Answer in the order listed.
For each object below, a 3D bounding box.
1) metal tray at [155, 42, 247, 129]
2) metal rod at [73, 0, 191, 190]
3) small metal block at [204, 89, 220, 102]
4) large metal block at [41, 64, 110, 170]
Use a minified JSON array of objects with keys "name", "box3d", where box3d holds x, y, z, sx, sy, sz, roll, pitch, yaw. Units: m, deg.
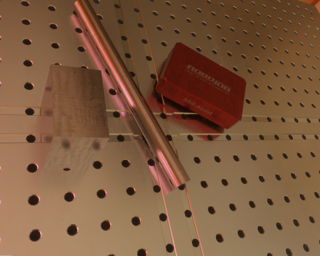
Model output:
[{"name":"metal tray","box3d":[0.066,-0.065,0.473,0.131,0.030,0.090,27,52,-11]},{"name":"metal rod","box3d":[-0.044,-0.056,0.419,0.025,0.025,0.299,-19,72,-36]},{"name":"small metal block","box3d":[0.083,-0.056,0.489,0.050,0.025,0.050,32,51,-8]},{"name":"large metal block","box3d":[-0.094,-0.008,0.328,0.050,0.080,0.080,3,61,-27]}]
